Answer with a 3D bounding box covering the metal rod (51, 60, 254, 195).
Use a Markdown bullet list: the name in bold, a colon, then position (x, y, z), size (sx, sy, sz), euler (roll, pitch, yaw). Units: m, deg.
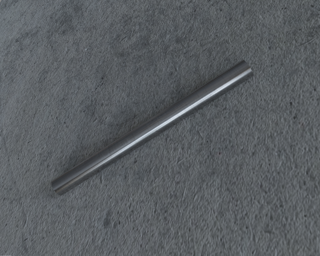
- **metal rod**: position (-0.015, 0.003, 0.410), size (0.300, 0.025, 0.025), euler (-32, 52, 7)
